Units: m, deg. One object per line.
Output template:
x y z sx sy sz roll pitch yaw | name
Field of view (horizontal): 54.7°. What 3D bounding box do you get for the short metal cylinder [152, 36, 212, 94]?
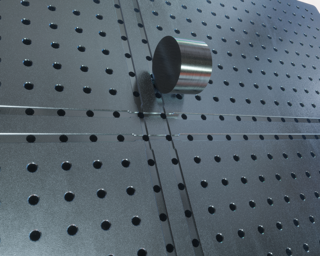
0.030 -0.089 0.445 0.050 0.080 0.080 -2 63 -30 | short metal cylinder
